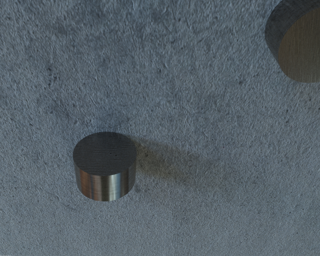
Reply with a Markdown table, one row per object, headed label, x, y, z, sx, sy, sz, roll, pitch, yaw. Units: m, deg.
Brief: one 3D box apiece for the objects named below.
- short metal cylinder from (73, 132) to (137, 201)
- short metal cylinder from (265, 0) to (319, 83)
| label | x | y | z | sx | sy | sz | roll | pitch | yaw |
| --- | --- | --- | --- | --- | --- | --- | --- | --- | --- |
| short metal cylinder | -0.072 | 0.050 | 0.413 | 0.081 | 0.080 | 0.050 | 4 | 130 | -3 |
| short metal cylinder | 0.153 | -0.093 | 0.313 | 0.081 | 0.050 | 0.079 | 0 | 130 | 0 |
